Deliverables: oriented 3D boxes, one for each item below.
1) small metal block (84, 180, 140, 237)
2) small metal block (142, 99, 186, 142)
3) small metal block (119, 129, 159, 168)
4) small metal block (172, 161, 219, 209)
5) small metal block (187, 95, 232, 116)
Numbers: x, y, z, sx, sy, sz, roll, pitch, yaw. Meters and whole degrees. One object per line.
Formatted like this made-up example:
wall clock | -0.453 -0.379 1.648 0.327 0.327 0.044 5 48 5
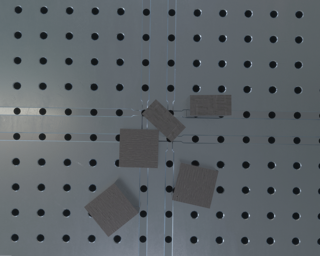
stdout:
small metal block | -0.063 0.106 0.413 0.050 0.025 0.050 -39 90 0
small metal block | 0.005 -0.009 0.401 0.050 0.050 0.025 43 90 0
small metal block | -0.027 0.026 0.413 0.050 0.025 0.050 2 90 0
small metal block | 0.046 0.075 0.414 0.050 0.025 0.050 13 90 0
small metal block | 0.062 -0.028 0.401 0.050 0.050 0.025 -1 90 0
